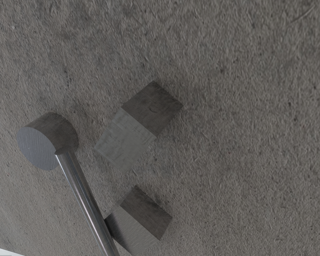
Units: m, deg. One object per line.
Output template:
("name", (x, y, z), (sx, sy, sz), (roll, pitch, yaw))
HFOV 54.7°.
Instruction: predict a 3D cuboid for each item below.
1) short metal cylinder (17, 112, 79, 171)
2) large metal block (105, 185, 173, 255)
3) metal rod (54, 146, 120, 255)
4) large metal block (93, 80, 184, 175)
("short metal cylinder", (-0.180, 0.021, 0.499), (0.080, 0.050, 0.079), (13, 124, 21))
("large metal block", (-0.041, 0.153, 0.507), (0.080, 0.050, 0.080), (42, 129, -1))
("metal rod", (-0.096, 0.162, 0.492), (0.025, 0.025, 0.298), (-3, 117, 29))
("large metal block", (-0.026, -0.002, 0.384), (0.050, 0.080, 0.080), (40, 129, 1))
